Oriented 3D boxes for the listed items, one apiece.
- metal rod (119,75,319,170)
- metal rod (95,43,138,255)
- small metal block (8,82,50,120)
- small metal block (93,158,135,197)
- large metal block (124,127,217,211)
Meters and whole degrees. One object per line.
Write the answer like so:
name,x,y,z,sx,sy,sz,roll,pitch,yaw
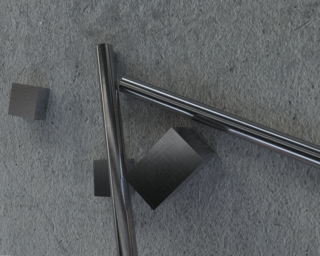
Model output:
metal rod,0.083,-0.006,0.379,0.301,0.025,0.025,22,97,18
metal rod,-0.057,0.031,0.403,0.025,0.025,0.299,-13,77,19
small metal block,-0.203,-0.041,0.478,0.050,0.025,0.050,10,93,19
small metal block,-0.063,0.068,0.430,0.050,0.025,0.050,-2,89,19
large metal block,0.016,0.045,0.373,0.050,0.080,0.080,46,104,14
